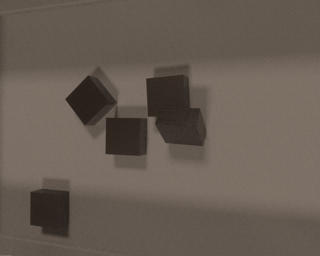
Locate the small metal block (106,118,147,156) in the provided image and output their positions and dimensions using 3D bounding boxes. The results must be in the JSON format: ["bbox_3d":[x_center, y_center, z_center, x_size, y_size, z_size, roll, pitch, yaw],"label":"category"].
[{"bbox_3d":[-0.046,0.011,0.426,0.050,0.025,0.050,1,90,19],"label":"small metal block"}]

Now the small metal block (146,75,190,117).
[{"bbox_3d":[0.011,-0.041,0.406,0.050,0.025,0.050,-3,89,19],"label":"small metal block"}]

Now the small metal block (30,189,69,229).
[{"bbox_3d":[-0.166,0.121,0.467,0.050,0.025,0.050,1,90,19],"label":"small metal block"}]

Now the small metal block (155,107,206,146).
[{"bbox_3d":[0.027,-0.002,0.384,0.050,0.050,0.025,4,62,19],"label":"small metal block"}]

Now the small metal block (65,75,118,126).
[{"bbox_3d":[-0.098,-0.038,0.444,0.050,0.025,0.050,-42,77,15],"label":"small metal block"}]
